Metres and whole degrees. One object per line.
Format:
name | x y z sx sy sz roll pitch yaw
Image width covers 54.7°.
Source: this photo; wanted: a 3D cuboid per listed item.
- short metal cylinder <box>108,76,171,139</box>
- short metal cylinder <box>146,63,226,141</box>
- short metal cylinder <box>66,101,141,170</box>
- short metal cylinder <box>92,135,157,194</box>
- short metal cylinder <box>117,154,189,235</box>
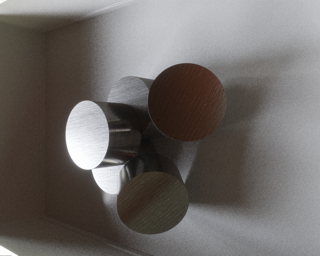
short metal cylinder | -0.024 -0.025 0.406 0.080 0.050 0.079 0 90 39
short metal cylinder | 0.026 -0.026 0.339 0.081 0.050 0.079 0 89 -5
short metal cylinder | -0.070 0.008 0.377 0.080 0.050 0.079 0 90 39
short metal cylinder | -0.050 0.047 0.428 0.080 0.050 0.079 0 90 39
short metal cylinder | -0.010 0.077 0.367 0.050 0.081 0.079 -112 39 -71
